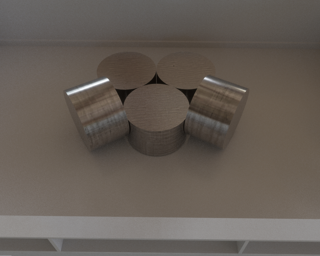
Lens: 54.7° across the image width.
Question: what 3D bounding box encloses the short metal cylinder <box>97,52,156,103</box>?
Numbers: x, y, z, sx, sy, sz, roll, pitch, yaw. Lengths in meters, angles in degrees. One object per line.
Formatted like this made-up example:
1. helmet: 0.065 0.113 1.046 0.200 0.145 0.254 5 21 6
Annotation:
1. short metal cylinder: -0.045 -0.064 0.440 0.080 0.050 0.080 0 50 0

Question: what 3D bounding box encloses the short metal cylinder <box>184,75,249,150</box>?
1. short metal cylinder: 0.071 -0.020 0.384 0.050 0.080 0.080 23 54 18

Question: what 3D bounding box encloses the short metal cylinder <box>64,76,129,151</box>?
1. short metal cylinder: -0.079 -0.018 0.382 0.050 0.080 0.080 -24 54 -19

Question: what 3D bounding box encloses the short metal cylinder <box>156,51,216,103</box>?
1. short metal cylinder: 0.035 -0.064 0.441 0.080 0.050 0.080 0 50 0

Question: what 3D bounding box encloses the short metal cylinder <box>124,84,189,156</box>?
1. short metal cylinder: -0.004 -0.011 0.396 0.080 0.050 0.080 0 50 0
